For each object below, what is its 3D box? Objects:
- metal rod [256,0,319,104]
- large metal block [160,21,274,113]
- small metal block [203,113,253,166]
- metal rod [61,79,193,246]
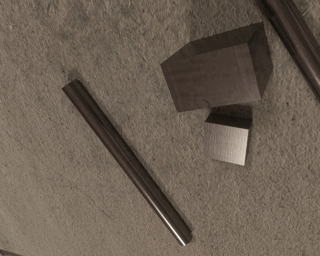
[{"bbox_3d":[0.114,-0.101,0.283,0.025,0.025,0.299,-28,103,37],"label":"metal rod"},{"bbox_3d":[0.059,-0.060,0.302,0.080,0.080,0.050,-7,115,31],"label":"large metal block"},{"bbox_3d":[0.081,0.013,0.372,0.050,0.025,0.050,11,123,22],"label":"small metal block"},{"bbox_3d":[-0.043,0.058,0.463,0.025,0.025,0.299,-26,104,37],"label":"metal rod"}]
